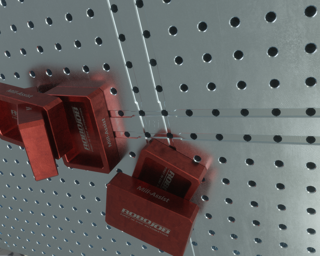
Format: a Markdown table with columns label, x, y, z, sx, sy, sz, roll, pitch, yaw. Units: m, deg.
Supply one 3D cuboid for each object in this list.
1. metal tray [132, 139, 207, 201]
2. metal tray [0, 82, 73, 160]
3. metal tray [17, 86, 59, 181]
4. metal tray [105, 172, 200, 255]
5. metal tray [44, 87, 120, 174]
| label | x | y | z | sx | sy | sz | roll | pitch | yaw |
| --- | --- | --- | --- | --- | --- | --- | --- | --- | --- |
| metal tray | 0.002 | 0.089 | 0.460 | 0.090 | 0.030 | 0.129 | 29 | 128 | 9 |
| metal tray | -0.196 | -0.012 | 0.461 | 0.130 | 0.030 | 0.089 | 15 | 127 | 23 |
| metal tray | -0.180 | 0.004 | 0.451 | 0.130 | 0.030 | 0.089 | -131 | 32 | -54 |
| metal tray | -0.016 | 0.127 | 0.454 | 0.130 | 0.030 | 0.089 | 20 | 126 | 15 |
| metal tray | -0.118 | 0.004 | 0.470 | 0.090 | 0.030 | 0.129 | 5 | 121 | 25 |
